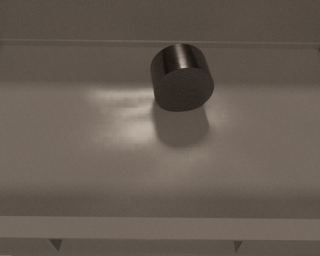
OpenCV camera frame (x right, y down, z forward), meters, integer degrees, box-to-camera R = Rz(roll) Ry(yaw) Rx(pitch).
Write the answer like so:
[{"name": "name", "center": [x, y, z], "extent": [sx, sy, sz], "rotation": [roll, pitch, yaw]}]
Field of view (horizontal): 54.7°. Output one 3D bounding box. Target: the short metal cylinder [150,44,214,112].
[{"name": "short metal cylinder", "center": [0.029, -0.068, 0.427], "extent": [0.081, 0.080, 0.050], "rotation": [-5, 51, -5]}]
